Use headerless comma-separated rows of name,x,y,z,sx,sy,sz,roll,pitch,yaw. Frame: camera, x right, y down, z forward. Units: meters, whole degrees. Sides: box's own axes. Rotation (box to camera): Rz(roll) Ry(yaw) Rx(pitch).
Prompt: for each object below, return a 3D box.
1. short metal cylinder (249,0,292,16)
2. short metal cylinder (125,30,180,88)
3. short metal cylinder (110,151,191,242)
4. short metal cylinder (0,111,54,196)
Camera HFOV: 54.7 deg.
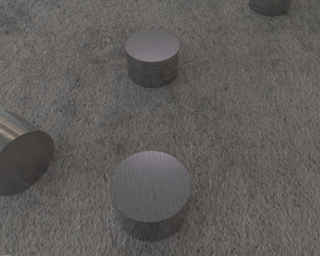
short metal cylinder,0.221,-0.264,0.610,0.080,0.050,0.080,0,50,0
short metal cylinder,-0.011,-0.107,0.477,0.080,0.050,0.080,0,50,0
short metal cylinder,-0.009,0.071,0.327,0.080,0.050,0.080,0,50,0
short metal cylinder,-0.167,0.028,0.343,0.050,0.080,0.080,28,56,21
